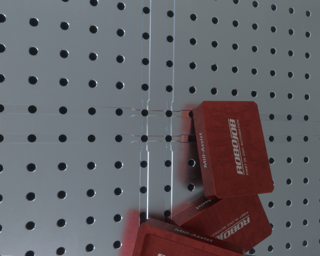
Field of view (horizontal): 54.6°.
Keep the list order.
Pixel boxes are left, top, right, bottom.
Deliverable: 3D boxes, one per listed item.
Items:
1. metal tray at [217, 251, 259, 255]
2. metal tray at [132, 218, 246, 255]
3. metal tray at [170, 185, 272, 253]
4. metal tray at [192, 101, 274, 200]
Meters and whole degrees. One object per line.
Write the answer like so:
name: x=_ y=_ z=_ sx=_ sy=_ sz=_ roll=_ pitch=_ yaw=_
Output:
metal tray: x=0.097 y=0.239 z=0.425 sx=0.091 sy=0.030 sz=0.129 roll=19 pitch=94 yaw=-29
metal tray: x=0.030 y=0.175 z=0.382 sx=0.130 sy=0.030 sz=0.090 roll=14 pitch=92 yaw=12
metal tray: x=0.089 y=0.142 z=0.443 sx=0.131 sy=0.030 sz=0.090 roll=-27 pitch=99 yaw=-18
metal tray: x=0.100 y=0.028 z=0.428 sx=0.091 sy=0.030 sz=0.130 roll=-1 pitch=75 yaw=-20
